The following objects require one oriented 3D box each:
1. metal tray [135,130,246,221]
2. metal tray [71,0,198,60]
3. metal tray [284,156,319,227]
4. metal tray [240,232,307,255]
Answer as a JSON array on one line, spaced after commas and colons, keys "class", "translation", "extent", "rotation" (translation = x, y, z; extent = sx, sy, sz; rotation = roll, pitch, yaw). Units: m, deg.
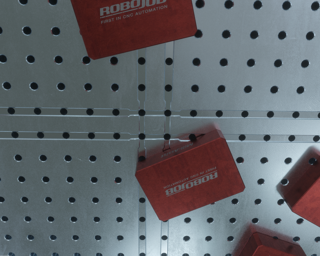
[{"class": "metal tray", "translation": [0.042, 0.068, 0.437], "extent": [0.130, 0.030, 0.090], "rotation": [-23, 109, 8]}, {"class": "metal tray", "translation": [-0.030, -0.139, 0.359], "extent": [0.131, 0.030, 0.089], "rotation": [-13, 110, 4]}, {"class": "metal tray", "translation": [0.264, 0.109, 0.455], "extent": [0.131, 0.030, 0.090], "rotation": [30, 107, -11]}, {"class": "metal tray", "translation": [0.167, 0.240, 0.501], "extent": [0.091, 0.030, 0.129], "rotation": [20, 109, -8]}]
